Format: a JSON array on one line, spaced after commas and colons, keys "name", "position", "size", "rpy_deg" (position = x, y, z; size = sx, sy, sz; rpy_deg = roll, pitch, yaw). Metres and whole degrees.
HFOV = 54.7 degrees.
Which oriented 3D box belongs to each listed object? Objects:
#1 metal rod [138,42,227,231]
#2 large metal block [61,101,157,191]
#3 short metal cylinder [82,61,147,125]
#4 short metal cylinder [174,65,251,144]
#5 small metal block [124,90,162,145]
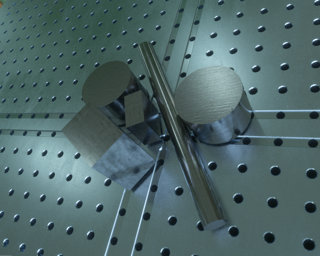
[{"name": "metal rod", "position": [0.016, -0.014, 0.403], "size": [0.025, 0.025, 0.299], "rpy_deg": [-28, 52, 11]}, {"name": "large metal block", "position": [-0.063, 0.023, 0.386], "size": [0.050, 0.080, 0.080], "rpy_deg": [-48, 51, -4]}, {"name": "short metal cylinder", "position": [-0.066, -0.051, 0.453], "size": [0.080, 0.050, 0.080], "rpy_deg": [-13, 56, 21]}, {"name": "short metal cylinder", "position": [0.064, -0.027, 0.371], "size": [0.080, 0.050, 0.080], "rpy_deg": [-13, 56, 21]}, {"name": "small metal block", "position": [-0.022, -0.013, 0.406], "size": [0.025, 0.050, 0.050], "rpy_deg": [-19, 54, 17]}]
